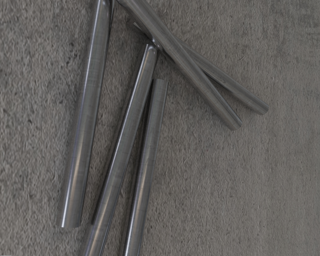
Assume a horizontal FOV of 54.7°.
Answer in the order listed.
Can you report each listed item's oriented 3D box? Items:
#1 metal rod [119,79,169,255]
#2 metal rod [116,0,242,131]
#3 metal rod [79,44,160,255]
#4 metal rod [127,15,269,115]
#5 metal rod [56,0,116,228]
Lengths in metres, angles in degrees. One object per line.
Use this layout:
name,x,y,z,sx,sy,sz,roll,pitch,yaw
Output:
metal rod,-0.025,0.086,0.383,0.025,0.025,0.299,16,80,-39
metal rod,0.035,-0.082,0.412,0.301,0.025,0.025,41,65,-39
metal rod,-0.050,0.041,0.362,0.025,0.025,0.299,25,75,-38
metal rod,0.076,-0.085,0.467,0.302,0.025,0.025,25,75,-37
metal rod,-0.076,-0.046,0.340,0.025,0.025,0.298,13,82,-39
